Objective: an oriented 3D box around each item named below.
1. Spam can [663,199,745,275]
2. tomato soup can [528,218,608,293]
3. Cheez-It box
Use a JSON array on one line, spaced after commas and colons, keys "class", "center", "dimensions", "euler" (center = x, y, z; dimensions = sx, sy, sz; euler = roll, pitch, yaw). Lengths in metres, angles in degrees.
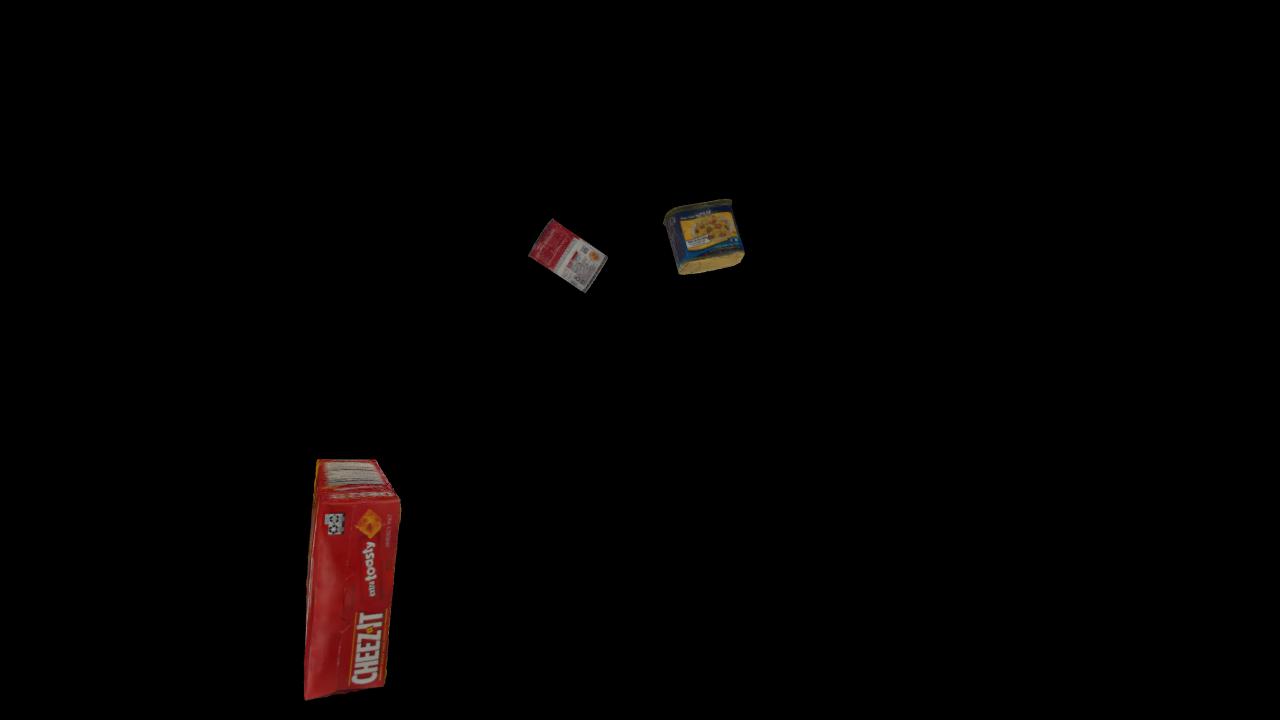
[{"class": "Spam can", "center": [0.093, -0.176, 0.888], "dimensions": [0.101, 0.085, 0.058], "euler": [-12, -13, -9]}, {"class": "tomato soup can", "center": [-0.106, -0.155, 0.921], "dimensions": [0.101, 0.068, 0.068], "euler": [33, -6, -9]}, {"class": "Cheez-It box", "center": [-0.290, 0.196, 0.610], "dimensions": [0.071, 0.166, 0.223], "euler": [4, -1, -28]}]
